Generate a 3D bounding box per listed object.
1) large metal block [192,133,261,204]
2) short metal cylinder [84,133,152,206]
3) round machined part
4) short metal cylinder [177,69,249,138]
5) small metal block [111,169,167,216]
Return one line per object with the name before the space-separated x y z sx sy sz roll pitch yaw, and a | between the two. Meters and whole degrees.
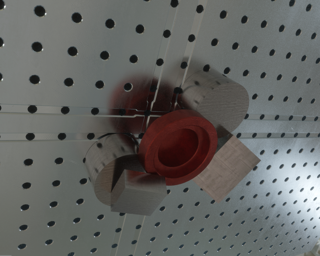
large metal block | 0.086 0.050 0.445 0.050 0.080 0.080 43 95 -5
short metal cylinder | -0.051 0.054 0.400 0.081 0.050 0.079 -14 124 -21
round machined part | 0.019 0.020 0.385 0.099 0.042 0.097 -14 124 -21
short metal cylinder | 0.070 -0.032 0.413 0.081 0.050 0.079 -14 124 -21
small metal block | -0.026 0.077 0.364 0.050 0.025 0.050 13 132 -21
